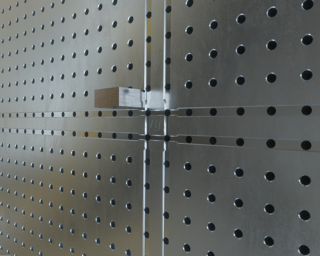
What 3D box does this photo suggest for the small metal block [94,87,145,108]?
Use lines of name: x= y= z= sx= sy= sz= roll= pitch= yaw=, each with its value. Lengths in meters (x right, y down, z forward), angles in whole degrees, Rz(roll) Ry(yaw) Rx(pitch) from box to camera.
small metal block: x=-0.057 y=-0.041 z=0.437 sx=0.050 sy=0.050 sz=0.025 roll=0 pitch=90 yaw=39
